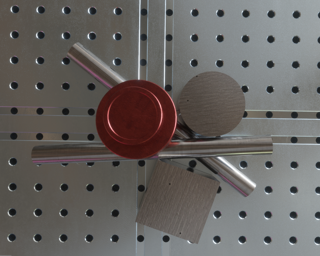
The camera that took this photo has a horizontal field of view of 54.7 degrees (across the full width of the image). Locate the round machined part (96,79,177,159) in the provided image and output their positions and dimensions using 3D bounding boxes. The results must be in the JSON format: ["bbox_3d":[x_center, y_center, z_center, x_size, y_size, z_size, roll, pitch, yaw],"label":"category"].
[{"bbox_3d":[-0.029,-0.011,0.371,0.099,0.042,0.097,-1,81,5],"label":"round machined part"}]

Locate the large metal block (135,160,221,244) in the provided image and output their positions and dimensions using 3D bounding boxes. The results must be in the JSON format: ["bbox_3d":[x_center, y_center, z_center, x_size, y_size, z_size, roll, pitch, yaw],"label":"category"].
[{"bbox_3d":[0.022,0.089,0.399,0.080,0.050,0.080,20,90,-1],"label":"large metal block"}]

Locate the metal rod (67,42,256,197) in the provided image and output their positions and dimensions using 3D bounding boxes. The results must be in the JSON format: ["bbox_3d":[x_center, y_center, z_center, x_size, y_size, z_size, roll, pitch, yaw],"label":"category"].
[{"bbox_3d":[0.003,-0.011,0.414,0.300,0.025,0.025,38,90,-1],"label":"metal rod"}]

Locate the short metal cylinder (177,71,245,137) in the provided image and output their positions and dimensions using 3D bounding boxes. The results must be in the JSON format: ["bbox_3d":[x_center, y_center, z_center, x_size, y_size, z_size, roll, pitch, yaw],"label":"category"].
[{"bbox_3d":[0.064,-0.029,0.401,0.081,0.050,0.079,0,90,-1],"label":"short metal cylinder"}]

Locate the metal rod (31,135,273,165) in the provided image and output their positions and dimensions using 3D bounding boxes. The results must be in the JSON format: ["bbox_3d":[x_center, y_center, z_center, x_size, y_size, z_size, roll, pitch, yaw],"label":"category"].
[{"bbox_3d":[-0.015,0.028,0.395,0.302,0.025,0.025,-3,90,7],"label":"metal rod"}]
